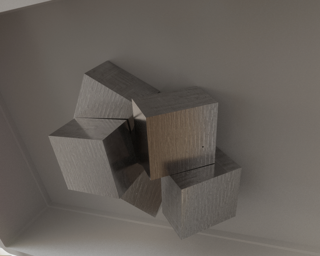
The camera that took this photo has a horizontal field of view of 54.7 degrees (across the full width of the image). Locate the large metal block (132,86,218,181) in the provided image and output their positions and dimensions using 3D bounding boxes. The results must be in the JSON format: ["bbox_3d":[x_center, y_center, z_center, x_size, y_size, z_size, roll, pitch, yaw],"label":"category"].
[{"bbox_3d":[0.017,0.004,0.356,0.081,0.050,0.079,-13,122,-17],"label":"large metal block"}]

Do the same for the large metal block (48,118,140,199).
[{"bbox_3d":[-0.079,0.035,0.386,0.080,0.050,0.079,3,119,27],"label":"large metal block"}]

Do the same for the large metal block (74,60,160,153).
[{"bbox_3d":[-0.059,-0.027,0.404,0.080,0.050,0.079,31,128,7],"label":"large metal block"}]

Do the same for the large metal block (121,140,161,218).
[{"bbox_3d":[-0.022,0.067,0.438,0.080,0.050,0.079,26,128,11],"label":"large metal block"}]

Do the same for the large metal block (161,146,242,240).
[{"bbox_3d":[0.049,0.079,0.384,0.050,0.081,0.079,45,144,51],"label":"large metal block"}]
